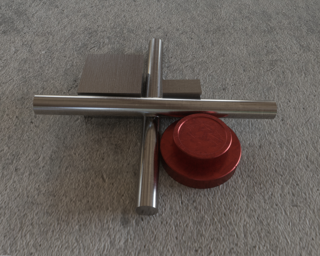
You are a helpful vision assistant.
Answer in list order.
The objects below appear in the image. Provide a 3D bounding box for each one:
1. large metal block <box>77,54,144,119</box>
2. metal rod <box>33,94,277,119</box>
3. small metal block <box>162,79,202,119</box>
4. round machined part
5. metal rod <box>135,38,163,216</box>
[{"bbox_3d":[-0.064,-0.059,0.436,0.081,0.050,0.080,1,50,0],"label":"large metal block"},{"bbox_3d":[-0.002,-0.026,0.394,0.302,0.025,0.025,1,50,-5],"label":"metal rod"},{"bbox_3d":[0.028,-0.039,0.422,0.050,0.050,0.025,-1,50,-1],"label":"small metal block"},{"bbox_3d":[0.049,0.021,0.376,0.099,0.042,0.098,0,50,0],"label":"round machined part"},{"bbox_3d":[-0.011,-0.026,0.427,0.025,0.025,0.300,1,50,1],"label":"metal rod"}]
